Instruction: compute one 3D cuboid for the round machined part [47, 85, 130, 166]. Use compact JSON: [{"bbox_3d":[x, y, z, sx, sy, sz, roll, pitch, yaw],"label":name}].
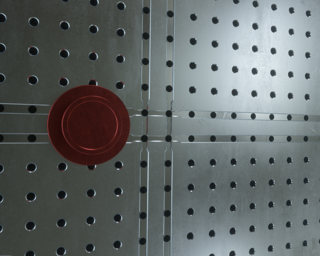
[{"bbox_3d":[-0.083,-0.003,0.373,0.099,0.042,0.097,0,90,-20],"label":"round machined part"}]
